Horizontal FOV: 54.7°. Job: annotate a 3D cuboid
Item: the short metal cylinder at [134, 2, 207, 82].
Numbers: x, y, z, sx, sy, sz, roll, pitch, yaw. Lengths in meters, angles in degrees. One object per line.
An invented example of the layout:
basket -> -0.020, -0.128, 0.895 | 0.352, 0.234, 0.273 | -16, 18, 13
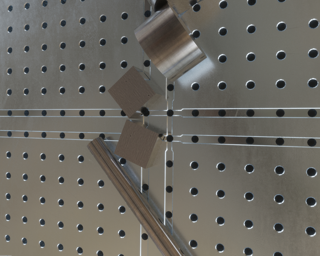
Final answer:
short metal cylinder -> 0.014, -0.104, 0.378 | 0.050, 0.080, 0.080 | -35, 79, 17

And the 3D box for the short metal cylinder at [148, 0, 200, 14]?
short metal cylinder -> 0.016, -0.182, 0.377 | 0.080, 0.080, 0.050 | -32, 80, 17

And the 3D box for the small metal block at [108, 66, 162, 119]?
small metal block -> -0.034, -0.048, 0.425 | 0.050, 0.025, 0.050 | -42, 77, 15

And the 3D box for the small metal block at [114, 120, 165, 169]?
small metal block -> -0.028, 0.021, 0.422 | 0.050, 0.025, 0.050 | 24, 98, 18

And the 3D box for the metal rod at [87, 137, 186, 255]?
metal rod -> -0.005, 0.136, 0.414 | 0.025, 0.025, 0.300 | -41, 77, 15
